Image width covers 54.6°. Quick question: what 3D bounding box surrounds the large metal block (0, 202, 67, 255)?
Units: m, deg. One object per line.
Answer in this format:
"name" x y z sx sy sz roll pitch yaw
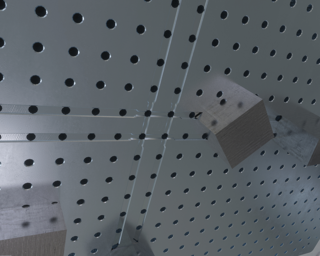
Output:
"large metal block" -0.168 0.147 0.394 0.081 0.050 0.079 -1 119 -28

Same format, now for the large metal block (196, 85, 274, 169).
"large metal block" 0.111 -0.001 0.454 0.080 0.050 0.080 -36 129 -4

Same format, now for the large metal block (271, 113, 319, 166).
"large metal block" 0.254 0.017 0.523 0.081 0.080 0.050 -4 120 -26

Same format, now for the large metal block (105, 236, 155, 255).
"large metal block" -0.052 0.239 0.514 0.080 0.050 0.080 -40 129 -1
